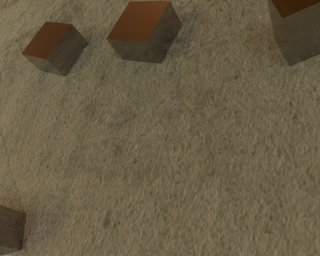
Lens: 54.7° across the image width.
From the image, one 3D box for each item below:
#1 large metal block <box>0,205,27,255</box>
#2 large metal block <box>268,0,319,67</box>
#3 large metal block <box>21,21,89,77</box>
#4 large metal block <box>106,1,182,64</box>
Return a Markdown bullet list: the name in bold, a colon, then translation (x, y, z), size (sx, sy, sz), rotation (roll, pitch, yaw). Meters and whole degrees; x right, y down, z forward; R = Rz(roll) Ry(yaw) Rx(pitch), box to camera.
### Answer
- **large metal block**: translation (-0.241, 0.137, 0.408), size (0.080, 0.080, 0.050), rotation (-19, 55, 17)
- **large metal block**: translation (0.176, -0.129, 0.355), size (0.080, 0.080, 0.050), rotation (-21, 54, 15)
- **large metal block**: translation (-0.196, -0.149, 0.579), size (0.080, 0.050, 0.080), rotation (18, 71, 34)
- **large metal block**: translation (-0.024, -0.153, 0.493), size (0.080, 0.050, 0.080), rotation (15, 69, 33)
